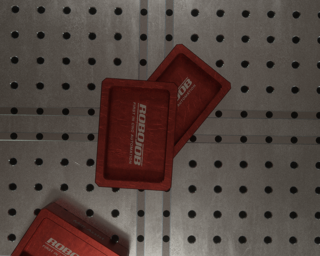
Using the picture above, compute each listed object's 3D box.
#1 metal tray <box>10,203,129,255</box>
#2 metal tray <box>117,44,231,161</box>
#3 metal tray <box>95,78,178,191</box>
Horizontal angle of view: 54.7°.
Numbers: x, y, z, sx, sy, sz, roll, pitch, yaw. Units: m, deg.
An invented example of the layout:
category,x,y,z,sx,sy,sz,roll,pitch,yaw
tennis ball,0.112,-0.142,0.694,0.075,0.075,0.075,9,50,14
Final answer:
category,x,y,z,sx,sy,sz,roll,pitch,yaw
metal tray,-0.119,0.172,0.409,0.130,0.030,0.090,33,90,-1
metal tray,0.018,-0.033,0.411,0.090,0.030,0.130,39,90,-1
metal tray,-0.028,0.008,0.380,0.091,0.030,0.129,4,90,-1
